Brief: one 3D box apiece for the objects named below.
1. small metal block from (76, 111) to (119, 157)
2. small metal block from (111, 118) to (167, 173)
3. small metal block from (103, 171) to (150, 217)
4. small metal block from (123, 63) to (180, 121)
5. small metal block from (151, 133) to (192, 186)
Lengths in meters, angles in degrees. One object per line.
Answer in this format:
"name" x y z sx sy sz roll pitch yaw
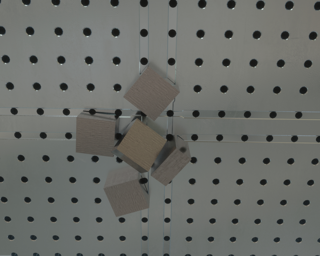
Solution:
"small metal block" -0.083 0.008 0.414 0.050 0.025 0.050 7 110 1
"small metal block" -0.027 0.024 0.408 0.050 0.025 0.050 38 64 -13
"small metal block" -0.047 0.095 0.448 0.050 0.025 0.050 -17 109 6
"small metal block" -0.010 -0.046 0.396 0.050 0.025 0.050 38 106 -13
"small metal block" 0.014 0.042 0.415 0.025 0.050 0.050 38 106 -13
